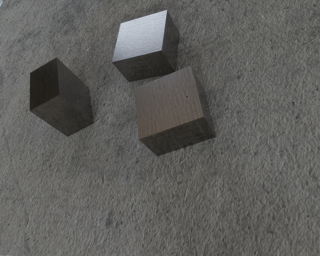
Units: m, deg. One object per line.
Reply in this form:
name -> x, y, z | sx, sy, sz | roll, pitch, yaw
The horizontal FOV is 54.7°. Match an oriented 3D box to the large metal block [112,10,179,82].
large metal block -> -0.019, -0.124, 0.474 | 0.080, 0.050, 0.080 | -7, 58, 24

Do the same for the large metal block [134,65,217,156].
large metal block -> 0.018, -0.020, 0.391 | 0.080, 0.050, 0.080 | -20, 54, 16

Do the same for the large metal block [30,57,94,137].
large metal block -> -0.150, -0.046, 0.476 | 0.050, 0.080, 0.080 | -27, 53, 12
